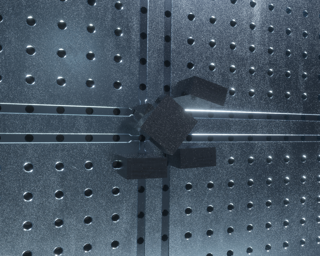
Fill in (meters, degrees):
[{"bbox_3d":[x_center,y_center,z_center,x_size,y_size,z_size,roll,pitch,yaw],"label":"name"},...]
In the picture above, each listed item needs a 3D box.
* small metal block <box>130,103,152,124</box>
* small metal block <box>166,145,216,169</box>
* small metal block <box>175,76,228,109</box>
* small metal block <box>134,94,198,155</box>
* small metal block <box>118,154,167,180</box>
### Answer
[{"bbox_3d":[-0.005,-0.009,0.398,0.050,0.050,0.025,24,82,-19],"label":"small metal block"},{"bbox_3d":[0.040,0.037,0.416,0.050,0.050,0.025,-2,91,-20],"label":"small metal block"},{"bbox_3d":[0.055,-0.047,0.421,0.050,0.050,0.025,17,84,-20],"label":"small metal block"},{"bbox_3d":[0.007,-0.004,0.363,0.050,0.025,0.050,41,77,-16],"label":"small metal block"},{"bbox_3d":[-0.023,0.048,0.392,0.050,0.050,0.025,1,90,-20],"label":"small metal block"}]
